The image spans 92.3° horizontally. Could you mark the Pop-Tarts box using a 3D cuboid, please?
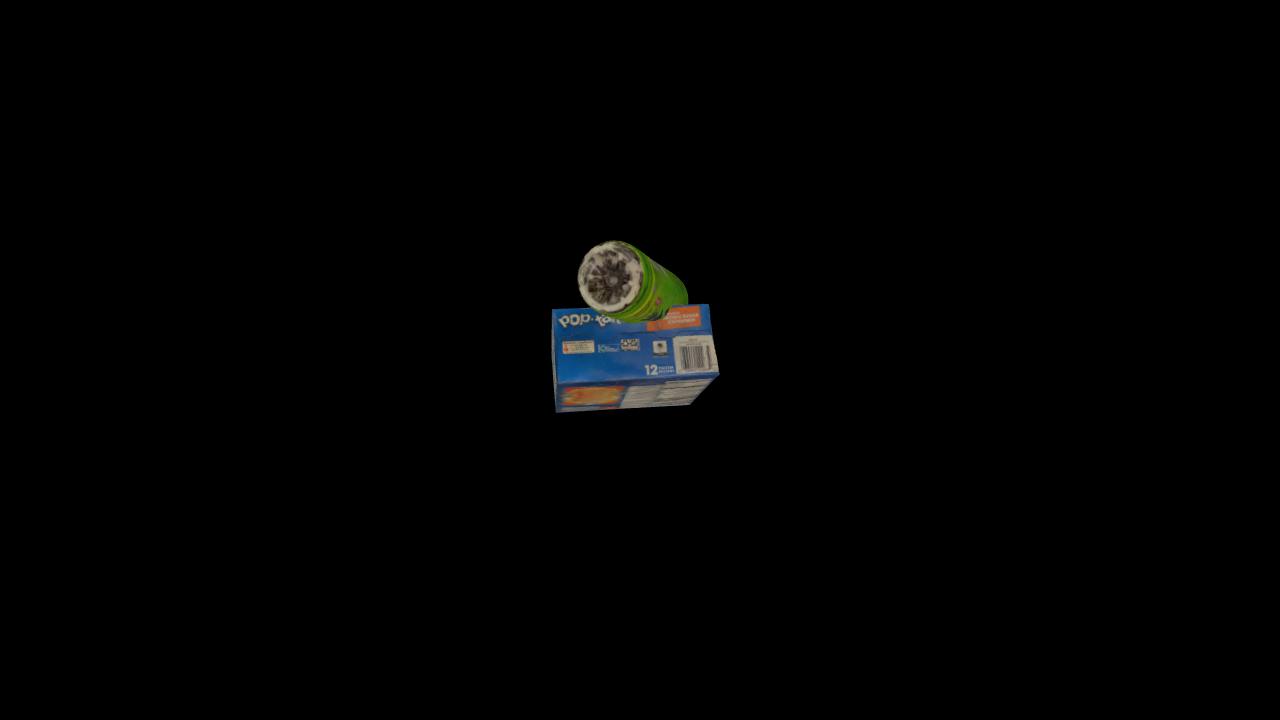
[{"bbox_3d":[-0.014,0.001,0.687,0.167,0.083,0.141,-2,-17,-9],"label":"Pop-Tarts box"}]

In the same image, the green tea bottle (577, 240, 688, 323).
[{"bbox_3d":[0.008,-0.069,0.650,0.073,0.073,0.212,0,-3,22],"label":"green tea bottle"}]
